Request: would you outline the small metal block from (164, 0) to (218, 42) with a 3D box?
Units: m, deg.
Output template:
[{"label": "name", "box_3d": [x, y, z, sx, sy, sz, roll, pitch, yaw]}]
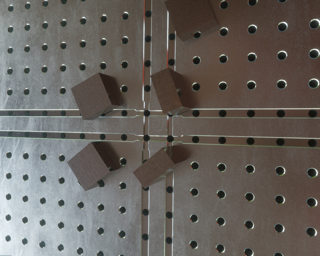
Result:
[{"label": "small metal block", "box_3d": [0.040, -0.148, 0.399, 0.050, 0.025, 0.050, -22, 83, 18]}]

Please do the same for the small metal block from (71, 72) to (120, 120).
[{"label": "small metal block", "box_3d": [-0.093, -0.044, 0.446, 0.050, 0.025, 0.050, -26, 82, 18]}]

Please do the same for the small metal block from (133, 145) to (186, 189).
[{"label": "small metal block", "box_3d": [0.000, 0.049, 0.400, 0.050, 0.050, 0.025, -41, 77, 15]}]

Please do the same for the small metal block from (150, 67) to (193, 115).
[{"label": "small metal block", "box_3d": [0.016, -0.045, 0.394, 0.025, 0.050, 0.050, -21, 83, 19]}]

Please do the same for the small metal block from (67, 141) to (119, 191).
[{"label": "small metal block", "box_3d": [-0.097, 0.054, 0.448, 0.050, 0.025, 0.050, -39, 78, 16]}]
